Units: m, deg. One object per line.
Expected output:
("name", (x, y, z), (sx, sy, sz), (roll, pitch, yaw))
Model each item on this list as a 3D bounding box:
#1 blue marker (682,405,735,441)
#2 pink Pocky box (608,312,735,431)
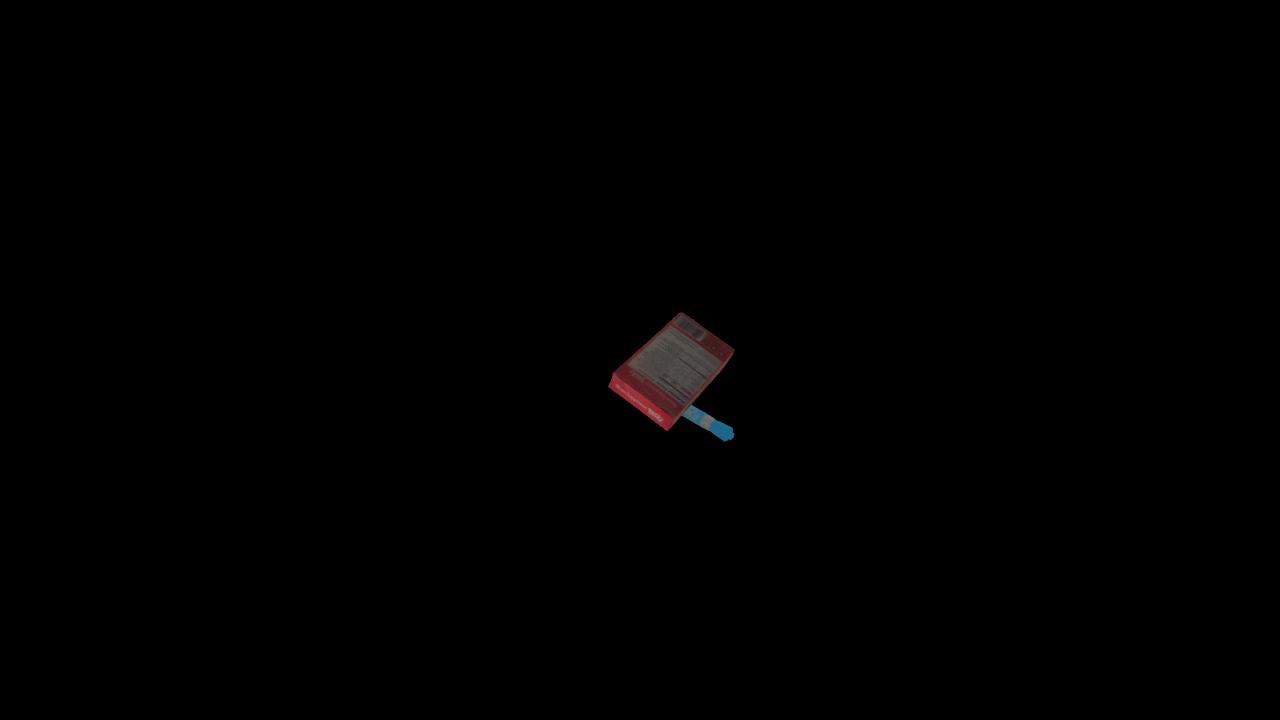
("blue marker", (0.063, 0.065, 0.745), (0.121, 0.020, 0.020), (29, 17, 34))
("pink Pocky box", (0.040, 0.009, 0.710), (0.084, 0.029, 0.155), (36, 44, 11))
